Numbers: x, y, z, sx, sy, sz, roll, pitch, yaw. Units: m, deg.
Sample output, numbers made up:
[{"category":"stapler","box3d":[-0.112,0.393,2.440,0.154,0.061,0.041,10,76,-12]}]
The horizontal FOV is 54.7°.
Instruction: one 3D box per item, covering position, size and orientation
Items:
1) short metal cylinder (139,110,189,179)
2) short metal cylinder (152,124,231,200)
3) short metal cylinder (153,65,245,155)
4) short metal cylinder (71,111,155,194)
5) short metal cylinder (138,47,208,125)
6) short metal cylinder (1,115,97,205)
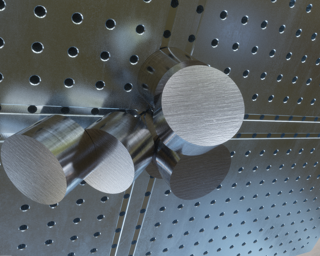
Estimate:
[{"category":"short metal cylinder","box3d":[0.006,0.020,0.409,0.081,0.050,0.079,-14,124,-21]},{"category":"short metal cylinder","box3d":[0.037,0.039,0.372,0.081,0.050,0.079,-14,124,-21]},{"category":"short metal cylinder","box3d":[0.037,-0.016,0.312,0.081,0.080,0.050,-22,170,-16]},{"category":"short metal cylinder","box3d":[-0.053,0.027,0.354,0.050,0.080,0.079,-45,148,-56]},{"category":"short metal cylinder","box3d":[0.020,-0.051,0.374,0.081,0.050,0.079,-14,124,-21]},{"category":"short metal cylinder","box3d":[-0.115,0.032,0.324,0.050,0.080,0.079,-47,149,-56]}]
